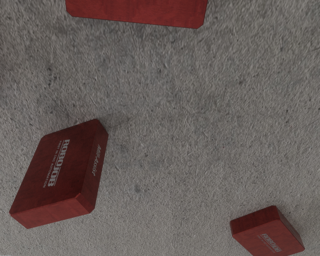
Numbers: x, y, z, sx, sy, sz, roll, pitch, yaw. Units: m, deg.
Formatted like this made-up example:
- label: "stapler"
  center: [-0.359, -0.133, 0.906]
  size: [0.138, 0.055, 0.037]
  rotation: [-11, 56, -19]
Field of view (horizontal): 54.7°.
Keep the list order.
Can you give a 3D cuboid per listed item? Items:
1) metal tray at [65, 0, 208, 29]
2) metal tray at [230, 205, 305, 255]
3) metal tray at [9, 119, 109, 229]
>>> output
- label: "metal tray"
  center: [-0.019, -0.144, 0.281]
  size: [0.131, 0.030, 0.089]
  rotation: [4, 130, -4]
- label: "metal tray"
  center: [0.201, 0.202, 0.578]
  size: [0.090, 0.030, 0.130]
  rotation: [-29, 125, 22]
- label: "metal tray"
  center: [-0.117, 0.051, 0.380]
  size: [0.090, 0.130, 0.030]
  rotation: [-17, 128, 14]
